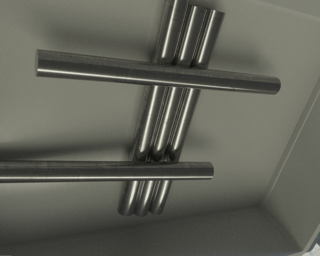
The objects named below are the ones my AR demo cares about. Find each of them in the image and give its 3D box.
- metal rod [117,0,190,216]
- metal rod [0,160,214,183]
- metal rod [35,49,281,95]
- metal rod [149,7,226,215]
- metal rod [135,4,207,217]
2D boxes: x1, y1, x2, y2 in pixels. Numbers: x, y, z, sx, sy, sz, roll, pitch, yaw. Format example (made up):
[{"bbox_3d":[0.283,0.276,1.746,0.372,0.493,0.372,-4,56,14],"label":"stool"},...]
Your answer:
[{"bbox_3d":[-0.015,-0.010,0.393,0.025,0.025,0.298,0,118,-29],"label":"metal rod"},{"bbox_3d":[-0.071,0.053,0.377,0.302,0.025,0.025,3,117,-22],"label":"metal rod"},{"bbox_3d":[0.022,-0.058,0.350,0.303,0.025,0.025,0,118,-28],"label":"metal rod"},{"bbox_3d":[0.028,-0.005,0.418,0.025,0.025,0.298,1,118,-29],"label":"metal rod"},{"bbox_3d":[0.005,-0.005,0.407,0.025,0.025,0.298,1,118,-29],"label":"metal rod"}]
